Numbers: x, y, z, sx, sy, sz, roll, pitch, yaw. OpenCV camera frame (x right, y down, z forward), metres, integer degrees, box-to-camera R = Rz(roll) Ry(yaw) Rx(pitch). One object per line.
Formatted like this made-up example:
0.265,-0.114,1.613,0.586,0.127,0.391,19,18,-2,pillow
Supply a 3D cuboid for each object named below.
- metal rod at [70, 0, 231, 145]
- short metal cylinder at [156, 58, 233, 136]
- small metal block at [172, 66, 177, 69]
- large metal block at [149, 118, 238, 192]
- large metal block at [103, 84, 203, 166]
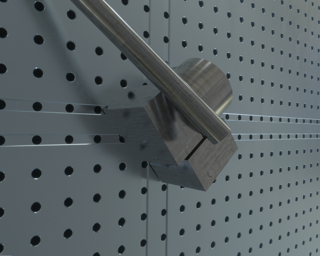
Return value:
-0.041,-0.096,0.308,0.300,0.025,0.025,45,61,-7,metal rod
0.040,-0.037,0.375,0.050,0.080,0.080,-44,117,-31,short metal cylinder
0.017,-0.049,0.426,0.050,0.025,0.050,-49,120,-29,small metal block
0.041,0.031,0.408,0.080,0.080,0.050,-45,118,-31,large metal block
-0.009,-0.005,0.369,0.050,0.080,0.080,-45,118,-31,large metal block
